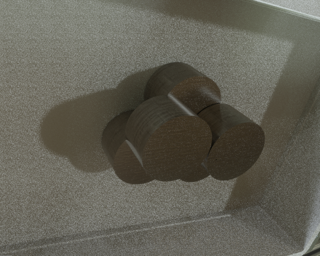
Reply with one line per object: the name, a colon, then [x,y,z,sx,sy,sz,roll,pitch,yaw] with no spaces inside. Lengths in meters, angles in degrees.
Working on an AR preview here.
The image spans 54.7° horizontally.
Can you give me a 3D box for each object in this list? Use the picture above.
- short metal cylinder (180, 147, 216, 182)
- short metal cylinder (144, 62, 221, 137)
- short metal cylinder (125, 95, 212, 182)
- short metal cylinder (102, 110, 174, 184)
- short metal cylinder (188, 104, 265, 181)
short metal cylinder: [0.044,0.028,0.431,0.081,0.050,0.079,-14,124,-21]
short metal cylinder: [0.027,-0.035,0.384,0.081,0.050,0.079,-14,124,-21]
short metal cylinder: [0.009,0.011,0.337,0.081,0.050,0.079,-14,124,-21]
short metal cylinder: [-0.027,0.024,0.390,0.081,0.050,0.079,-14,124,-21]
short metal cylinder: [0.079,0.017,0.378,0.081,0.050,0.079,-14,124,-21]
